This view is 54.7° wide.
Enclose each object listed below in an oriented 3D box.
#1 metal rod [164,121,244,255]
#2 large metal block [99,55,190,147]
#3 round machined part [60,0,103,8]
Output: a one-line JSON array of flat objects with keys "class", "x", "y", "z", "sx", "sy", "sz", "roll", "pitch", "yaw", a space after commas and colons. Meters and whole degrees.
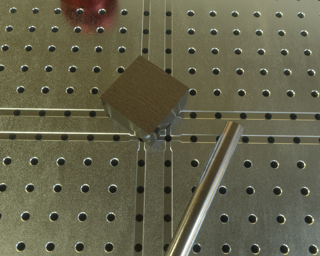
[{"class": "metal rod", "x": 0.032, "y": 0.123, "z": 0.367, "sx": 0.025, "sy": 0.025, "sz": 0.300, "roll": 26, "pitch": 72, "yaw": 8}, {"class": "large metal block", "x": -0.019, "y": -0.035, "z": 0.411, "sx": 0.080, "sy": 0.050, "sz": 0.080, "roll": 36, "pitch": 74, "yaw": 12}, {"class": "round machined part", "x": -0.120, "y": -0.229, "z": 0.485, "sx": 0.099, "sy": 0.042, "sz": 0.098, "roll": 0, "pitch": 70, "yaw": -1}]
